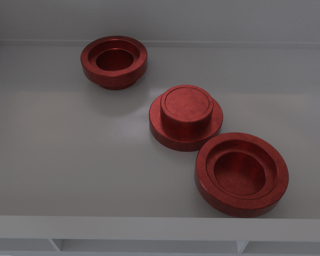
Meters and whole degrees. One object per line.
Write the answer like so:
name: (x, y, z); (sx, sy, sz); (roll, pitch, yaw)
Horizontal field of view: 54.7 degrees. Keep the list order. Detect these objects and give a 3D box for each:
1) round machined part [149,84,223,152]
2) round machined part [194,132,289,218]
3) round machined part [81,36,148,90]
round machined part: (0.034, -0.020, 0.411); (0.099, 0.042, 0.098); (0, 50, 0)
round machined part: (0.088, 0.055, 0.348); (0.099, 0.042, 0.098); (0, 50, 0)
round machined part: (-0.068, -0.096, 0.474); (0.099, 0.042, 0.098); (0, 50, 0)
